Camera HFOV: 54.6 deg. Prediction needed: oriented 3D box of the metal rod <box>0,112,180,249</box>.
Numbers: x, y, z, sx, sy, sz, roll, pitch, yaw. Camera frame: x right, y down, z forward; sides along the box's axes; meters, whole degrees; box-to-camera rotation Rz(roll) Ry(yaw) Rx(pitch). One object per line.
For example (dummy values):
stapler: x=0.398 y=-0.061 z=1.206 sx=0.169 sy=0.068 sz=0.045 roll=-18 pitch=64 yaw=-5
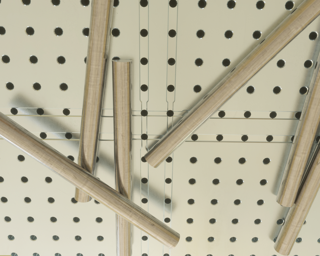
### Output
metal rod: x=-0.096 y=0.073 z=0.411 sx=0.301 sy=0.025 sz=0.025 roll=38 pitch=106 yaw=-13

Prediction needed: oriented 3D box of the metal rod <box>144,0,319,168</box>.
metal rod: x=0.091 y=-0.056 z=0.393 sx=0.025 sy=0.025 sz=0.299 roll=42 pitch=105 yaw=-14

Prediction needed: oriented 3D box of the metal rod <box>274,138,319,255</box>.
metal rod: x=0.222 y=0.053 z=0.434 sx=0.025 sy=0.025 sz=0.298 roll=12 pitch=110 yaw=-4

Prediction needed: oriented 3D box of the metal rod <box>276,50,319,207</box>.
metal rod: x=0.201 y=-0.030 z=0.403 sx=0.025 sy=0.025 sz=0.298 roll=7 pitch=110 yaw=-3

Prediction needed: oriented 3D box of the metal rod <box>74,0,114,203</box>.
metal rod: x=-0.086 y=-0.037 z=0.398 sx=0.025 sy=0.025 sz=0.298 roll=9 pitch=110 yaw=-3

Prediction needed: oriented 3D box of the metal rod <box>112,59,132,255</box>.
metal rod: x=-0.051 y=0.057 z=0.433 sx=0.025 sy=0.025 sz=0.298 roll=2 pitch=110 yaw=-1
